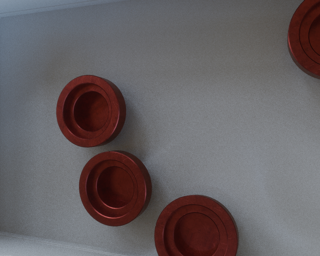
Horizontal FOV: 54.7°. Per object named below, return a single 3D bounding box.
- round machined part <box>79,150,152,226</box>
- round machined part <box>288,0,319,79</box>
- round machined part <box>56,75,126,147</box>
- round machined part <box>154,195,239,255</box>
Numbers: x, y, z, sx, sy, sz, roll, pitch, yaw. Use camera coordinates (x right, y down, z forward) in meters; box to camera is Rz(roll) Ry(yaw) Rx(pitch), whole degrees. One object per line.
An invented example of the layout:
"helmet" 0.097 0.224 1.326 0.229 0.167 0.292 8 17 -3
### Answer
"round machined part" -0.056 0.079 0.421 0.098 0.042 0.097 0 90 20
"round machined part" 0.190 -0.099 0.334 0.098 0.042 0.097 0 90 20
"round machined part" -0.091 -0.023 0.434 0.098 0.042 0.097 0 90 20
"round machined part" 0.046 0.131 0.379 0.098 0.042 0.098 -3 79 17
